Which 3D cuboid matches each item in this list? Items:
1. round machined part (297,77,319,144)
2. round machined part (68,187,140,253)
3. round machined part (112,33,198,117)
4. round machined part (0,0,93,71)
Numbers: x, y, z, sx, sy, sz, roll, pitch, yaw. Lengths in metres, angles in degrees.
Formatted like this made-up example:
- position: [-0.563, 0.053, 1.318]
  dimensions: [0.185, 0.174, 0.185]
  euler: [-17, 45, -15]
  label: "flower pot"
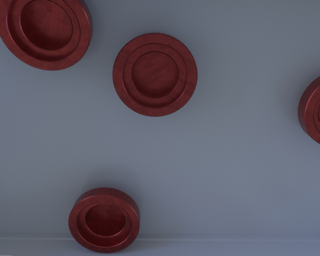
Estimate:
- position: [0.224, -0.027, 0.394]
  dimensions: [0.099, 0.042, 0.097]
  euler: [0, 110, 0]
  label: "round machined part"
- position: [-0.078, 0.128, 0.449]
  dimensions: [0.099, 0.042, 0.097]
  euler: [0, 110, 0]
  label: "round machined part"
- position: [-0.006, -0.066, 0.378]
  dimensions: [0.099, 0.042, 0.097]
  euler: [0, 110, 0]
  label: "round machined part"
- position: [-0.125, -0.118, 0.350]
  dimensions: [0.099, 0.042, 0.097]
  euler: [-1, 124, -2]
  label: "round machined part"
